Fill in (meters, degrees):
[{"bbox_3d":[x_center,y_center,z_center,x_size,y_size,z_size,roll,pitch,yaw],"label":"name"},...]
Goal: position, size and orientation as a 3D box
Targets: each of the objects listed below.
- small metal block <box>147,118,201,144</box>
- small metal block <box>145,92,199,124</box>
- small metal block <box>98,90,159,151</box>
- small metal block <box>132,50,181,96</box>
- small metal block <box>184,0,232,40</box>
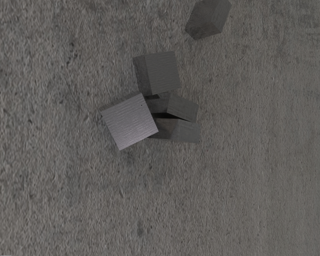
[{"bbox_3d":[0.016,0.004,0.396,0.050,0.050,0.025,12,83,-51],"label":"small metal block"},{"bbox_3d":[0.013,-0.024,0.399,0.050,0.050,0.025,19,79,-39],"label":"small metal block"},{"bbox_3d":[-0.037,-0.009,0.361,0.050,0.025,0.050,-26,108,-9],"label":"small metal block"},{"bbox_3d":[-0.003,-0.071,0.401,0.050,0.025,0.050,-19,102,-38],"label":"small metal block"},{"bbox_3d":[0.069,-0.159,0.445,0.025,0.050,0.050,34,69,-35],"label":"small metal block"}]
